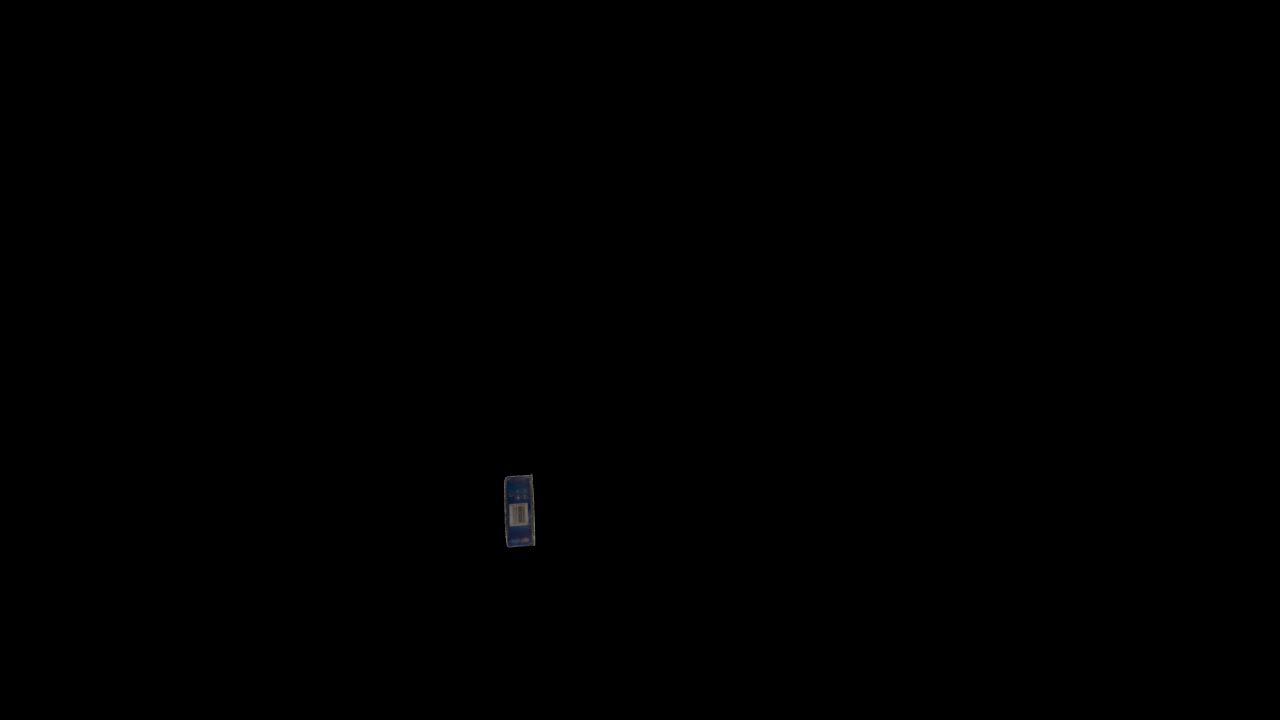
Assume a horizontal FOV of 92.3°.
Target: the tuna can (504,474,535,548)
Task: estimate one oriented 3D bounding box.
[{"bbox_3d":[-0.143,0.179,0.730,0.034,0.084,0.084,-2,0,-11],"label":"tuna can"}]
